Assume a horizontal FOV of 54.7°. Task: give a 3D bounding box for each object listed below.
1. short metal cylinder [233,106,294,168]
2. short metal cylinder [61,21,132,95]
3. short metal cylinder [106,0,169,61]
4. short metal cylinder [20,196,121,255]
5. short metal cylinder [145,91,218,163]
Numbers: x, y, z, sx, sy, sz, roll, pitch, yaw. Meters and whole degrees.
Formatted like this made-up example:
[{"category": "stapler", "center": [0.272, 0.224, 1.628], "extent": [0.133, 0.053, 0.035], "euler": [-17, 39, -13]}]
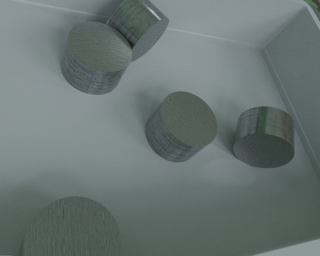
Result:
[{"category": "short metal cylinder", "center": [0.149, 0.014, 0.445], "extent": [0.080, 0.080, 0.050], "euler": [28, 52, -11]}, {"category": "short metal cylinder", "center": [-0.083, -0.090, 0.401], "extent": [0.081, 0.050, 0.080], "euler": [14, 56, -21]}, {"category": "short metal cylinder", "center": [-0.033, -0.142, 0.440], "extent": [0.050, 0.080, 0.080], "euler": [45, 51, 2]}, {"category": "short metal cylinder", "center": [-0.082, 0.108, 0.280], "extent": [0.081, 0.050, 0.080], "euler": [14, 56, -21]}, {"category": "short metal cylinder", "center": [0.027, -0.001, 0.407], "extent": [0.081, 0.050, 0.080], "euler": [14, 56, -21]}]
